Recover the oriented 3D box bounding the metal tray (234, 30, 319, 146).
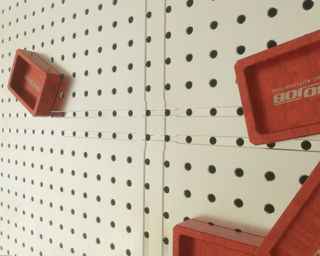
[{"bbox_3d":[0.142,-0.039,0.288,0.130,0.030,0.090,-16,80,38],"label":"metal tray"}]

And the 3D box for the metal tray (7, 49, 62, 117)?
[{"bbox_3d":[-0.250,-0.089,0.608,0.130,0.030,0.089,37,112,33],"label":"metal tray"}]

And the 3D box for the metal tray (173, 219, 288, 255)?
[{"bbox_3d":[0.074,0.161,0.343,0.130,0.030,0.089,2,91,39],"label":"metal tray"}]

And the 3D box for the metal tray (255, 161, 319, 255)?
[{"bbox_3d":[0.154,0.085,0.256,0.090,0.030,0.130,36,97,33],"label":"metal tray"}]
